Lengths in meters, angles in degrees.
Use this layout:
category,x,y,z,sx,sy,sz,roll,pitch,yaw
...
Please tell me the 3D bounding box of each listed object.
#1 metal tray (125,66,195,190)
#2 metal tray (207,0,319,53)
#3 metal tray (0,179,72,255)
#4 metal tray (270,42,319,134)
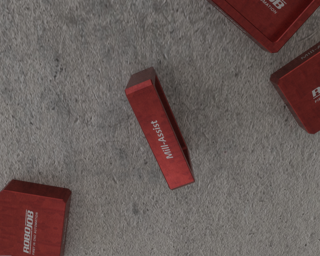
category,x,y,z,sx,sy,sz,roll,pitch,yaw
metal tray,0.002,-0.002,0.374,0.030,0.090,0.129,-21,109,8
metal tray,0.110,-0.159,0.349,0.130,0.030,0.090,36,106,-13
metal tray,-0.186,0.146,0.459,0.091,0.030,0.129,11,110,-4
metal tray,0.218,-0.064,0.385,0.130,0.030,0.090,-35,107,12
